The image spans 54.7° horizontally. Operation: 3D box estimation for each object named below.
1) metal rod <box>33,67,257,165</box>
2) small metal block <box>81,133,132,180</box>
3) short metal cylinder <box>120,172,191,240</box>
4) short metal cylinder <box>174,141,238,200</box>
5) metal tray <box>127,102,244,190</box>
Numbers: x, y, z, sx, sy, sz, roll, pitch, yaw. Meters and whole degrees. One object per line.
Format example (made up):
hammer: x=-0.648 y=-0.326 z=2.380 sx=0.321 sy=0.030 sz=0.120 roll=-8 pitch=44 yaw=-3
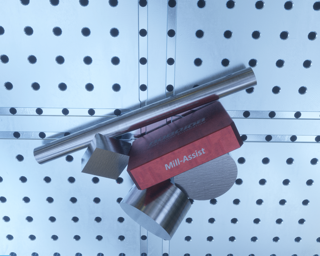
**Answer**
metal rod: x=-0.024 y=-0.013 z=0.404 sx=0.301 sy=0.025 sz=0.025 roll=-20 pitch=109 yaw=7
small metal block: x=-0.071 y=0.039 z=0.410 sx=0.050 sy=0.025 sz=0.050 roll=18 pitch=126 yaw=-27
short metal cylinder: x=-0.006 y=0.103 z=0.411 sx=0.080 sy=0.080 sz=0.050 roll=45 pitch=63 yaw=-15
short metal cylinder: x=0.056 y=0.048 z=0.409 sx=0.081 sy=0.050 sz=0.079 roll=-2 pitch=119 yaw=-4
metal tray: x=0.027 y=0.018 z=0.382 sx=0.130 sy=0.090 sz=0.030 roll=-25 pitch=108 yaw=9
